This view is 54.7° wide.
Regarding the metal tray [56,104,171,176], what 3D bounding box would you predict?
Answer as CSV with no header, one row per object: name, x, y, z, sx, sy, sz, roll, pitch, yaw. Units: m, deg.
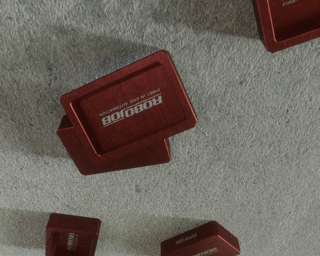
metal tray,-0.058,0.016,0.417,0.131,0.030,0.090,-10,130,8

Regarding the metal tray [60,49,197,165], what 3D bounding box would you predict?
metal tray,-0.034,-0.022,0.353,0.130,0.030,0.090,-22,102,11

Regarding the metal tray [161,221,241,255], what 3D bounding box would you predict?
metal tray,0.077,0.235,0.605,0.130,0.030,0.090,-31,124,24

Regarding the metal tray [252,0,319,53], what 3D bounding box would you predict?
metal tray,0.155,-0.135,0.289,0.130,0.030,0.090,-17,128,14

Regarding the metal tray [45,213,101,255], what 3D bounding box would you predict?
metal tray,-0.165,0.215,0.584,0.091,0.030,0.129,11,129,-9
